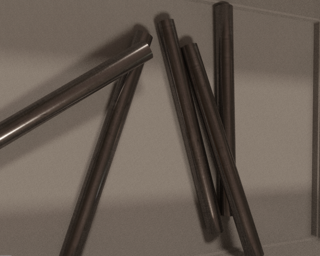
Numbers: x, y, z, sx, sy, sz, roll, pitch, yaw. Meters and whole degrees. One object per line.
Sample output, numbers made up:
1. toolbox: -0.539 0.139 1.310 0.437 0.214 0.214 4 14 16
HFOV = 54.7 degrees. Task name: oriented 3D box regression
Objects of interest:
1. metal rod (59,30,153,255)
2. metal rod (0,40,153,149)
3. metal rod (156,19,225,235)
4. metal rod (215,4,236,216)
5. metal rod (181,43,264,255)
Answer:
1. metal rod: -0.066 0.021 0.386 0.025 0.025 0.299 20 83 -19
2. metal rod: -0.139 -0.015 0.345 0.301 0.025 0.025 -33 101 -12
3. metal rod: 0.043 0.002 0.427 0.025 0.025 0.298 -16 96 -20
4. metal rod: 0.095 -0.025 0.447 0.025 0.025 0.298 -1 91 -20
5. metal rod: 0.084 0.030 0.422 0.025 0.025 0.298 -17 88 -20
